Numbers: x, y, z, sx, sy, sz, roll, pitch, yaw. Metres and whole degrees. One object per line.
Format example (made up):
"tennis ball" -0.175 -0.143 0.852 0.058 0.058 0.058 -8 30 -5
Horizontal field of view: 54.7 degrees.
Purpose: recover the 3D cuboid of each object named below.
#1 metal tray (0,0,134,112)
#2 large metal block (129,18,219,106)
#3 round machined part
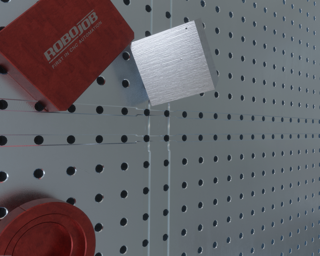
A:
"metal tray" -0.096 -0.091 0.325 0.090 0.030 0.130 51 60 -28
"large metal block" 0.020 -0.081 0.380 0.050 0.080 0.080 -56 129 -63
"round machined part" -0.117 0.117 0.301 0.099 0.042 0.097 0 90 -40
